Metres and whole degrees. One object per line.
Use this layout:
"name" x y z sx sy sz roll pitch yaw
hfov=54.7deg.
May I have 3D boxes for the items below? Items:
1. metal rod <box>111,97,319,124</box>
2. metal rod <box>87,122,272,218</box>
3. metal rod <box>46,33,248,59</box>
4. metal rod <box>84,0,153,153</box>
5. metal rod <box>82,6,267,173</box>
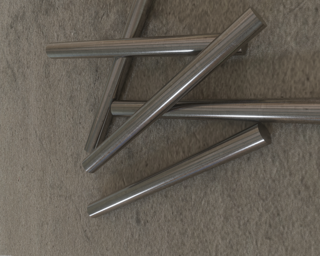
"metal rod" 0.053 -0.021 0.359 0.300 0.025 0.025 3 92 39
"metal rod" 0.001 0.067 0.401 0.299 0.025 0.025 -31 71 35
"metal rod" -0.039 -0.105 0.406 0.300 0.025 0.025 7 94 30
"metal rod" -0.054 -0.096 0.447 0.025 0.025 0.298 34 111 34
"metal rod" -0.004 -0.025 0.372 0.299 0.025 0.025 -39 66 32
